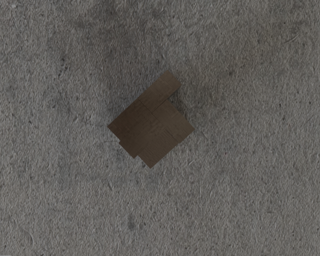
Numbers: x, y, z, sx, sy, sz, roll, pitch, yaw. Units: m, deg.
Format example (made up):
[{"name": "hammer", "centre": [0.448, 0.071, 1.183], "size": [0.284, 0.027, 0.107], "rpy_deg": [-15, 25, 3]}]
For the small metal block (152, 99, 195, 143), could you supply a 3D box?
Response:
[{"name": "small metal block", "centre": [0.016, -0.008, 0.399], "size": [0.025, 0.050, 0.050], "rpy_deg": [-43, 91, 0]}]

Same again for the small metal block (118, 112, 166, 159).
[{"name": "small metal block", "centre": [-0.020, 0.008, 0.373], "size": [0.050, 0.050, 0.025], "rpy_deg": [-43, 91, 0]}]

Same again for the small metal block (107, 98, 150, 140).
[{"name": "small metal block", "centre": [-0.037, -0.010, 0.398], "size": [0.050, 0.050, 0.025], "rpy_deg": [-43, 91, 0]}]

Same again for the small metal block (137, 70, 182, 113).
[{"name": "small metal block", "centre": [-0.001, -0.044, 0.398], "size": [0.050, 0.050, 0.025], "rpy_deg": [-43, 91, 0]}]

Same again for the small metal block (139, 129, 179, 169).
[{"name": "small metal block", "centre": [-0.011, 0.018, 0.411], "size": [0.050, 0.025, 0.050], "rpy_deg": [-43, 91, 0]}]
